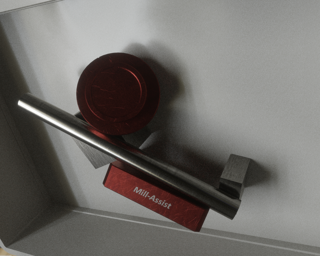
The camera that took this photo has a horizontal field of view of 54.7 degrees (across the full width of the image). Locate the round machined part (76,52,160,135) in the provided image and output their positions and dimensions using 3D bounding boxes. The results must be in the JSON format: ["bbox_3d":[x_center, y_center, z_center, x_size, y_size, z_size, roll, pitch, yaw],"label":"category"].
[{"bbox_3d":[-0.049,-0.040,0.362,0.099,0.042,0.097,0,91,-1],"label":"round machined part"}]

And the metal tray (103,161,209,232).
[{"bbox_3d":[0.003,0.079,0.406,0.130,0.090,0.030,24,100,13],"label":"metal tray"}]

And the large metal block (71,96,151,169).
[{"bbox_3d":[-0.074,0.001,0.428,0.080,0.050,0.080,-25,105,36],"label":"large metal block"}]

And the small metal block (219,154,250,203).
[{"bbox_3d":[0.091,0.069,0.384,0.025,0.050,0.050,14,124,20],"label":"small metal block"}]

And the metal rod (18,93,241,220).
[{"bbox_3d":[-0.046,0.029,0.381,0.301,0.025,0.025,26,127,11],"label":"metal rod"}]
